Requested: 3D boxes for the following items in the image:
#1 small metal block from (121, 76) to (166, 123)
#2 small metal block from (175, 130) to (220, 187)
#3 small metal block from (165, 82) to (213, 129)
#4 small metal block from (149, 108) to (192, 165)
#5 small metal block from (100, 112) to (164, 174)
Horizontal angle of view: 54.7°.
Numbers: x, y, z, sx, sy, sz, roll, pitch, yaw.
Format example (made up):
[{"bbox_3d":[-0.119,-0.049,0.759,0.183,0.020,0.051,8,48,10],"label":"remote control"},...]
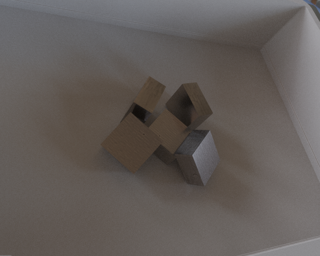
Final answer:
[{"bbox_3d":[-0.022,-0.030,0.394,0.025,0.050,0.050,32,51,-8],"label":"small metal block"},{"bbox_3d":[0.049,0.037,0.392,0.050,0.025,0.050,-49,127,-40],"label":"small metal block"},{"bbox_3d":[0.039,-0.027,0.426,0.025,0.050,0.050,-12,68,-34],"label":"small metal block"},{"bbox_3d":[0.009,0.011,0.402,0.050,0.025,0.050,41,51,-1],"label":"small metal block"},{"bbox_3d":[-0.032,0.018,0.362,0.050,0.025,0.050,42,84,0],"label":"small metal block"}]
